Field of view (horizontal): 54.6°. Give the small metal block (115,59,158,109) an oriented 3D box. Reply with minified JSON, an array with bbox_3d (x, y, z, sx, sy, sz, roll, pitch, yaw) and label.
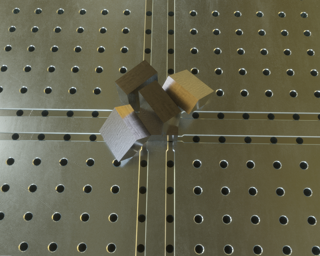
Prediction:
[{"bbox_3d":[-0.030,-0.057,0.419,0.050,0.050,0.025,-39,75,-13],"label":"small metal block"}]

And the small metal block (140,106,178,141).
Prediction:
[{"bbox_3d":[-0.002,-0.010,0.415,0.050,0.025,0.050,1,70,-1],"label":"small metal block"}]

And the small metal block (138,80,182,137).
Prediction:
[{"bbox_3d":[-0.001,-0.023,0.380,0.025,0.050,0.050,-34,74,-12],"label":"small metal block"}]

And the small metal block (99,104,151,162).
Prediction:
[{"bbox_3d":[-0.045,0.007,0.393,0.025,0.050,0.050,-17,66,-46],"label":"small metal block"}]

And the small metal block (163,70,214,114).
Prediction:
[{"bbox_3d":[0.037,-0.050,0.416,0.050,0.025,0.050,41,35,13],"label":"small metal block"}]
